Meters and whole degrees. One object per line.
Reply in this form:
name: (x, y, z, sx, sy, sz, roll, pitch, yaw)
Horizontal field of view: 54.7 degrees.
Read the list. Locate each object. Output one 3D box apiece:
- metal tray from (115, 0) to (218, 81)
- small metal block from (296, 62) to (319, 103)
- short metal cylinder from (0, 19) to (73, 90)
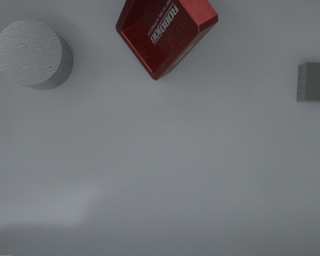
metal tray: (0.000, -0.121, 0.359, 0.030, 0.130, 0.090, -37, 91, -26)
small metal block: (0.215, -0.060, 0.414, 0.050, 0.025, 0.050, 3, 90, -1)
short metal cylinder: (-0.158, -0.091, 0.397, 0.081, 0.050, 0.079, 0, 90, -1)
